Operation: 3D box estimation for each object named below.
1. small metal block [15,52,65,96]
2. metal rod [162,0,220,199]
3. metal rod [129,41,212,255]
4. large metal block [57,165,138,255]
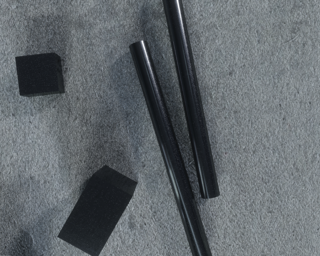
[{"bbox_3d":[-0.157,-0.069,0.408,0.050,0.025,0.050,-7,90,-1],"label":"small metal block"},{"bbox_3d":[0.038,-0.056,0.410,0.025,0.025,0.298,-11,90,0],"label":"metal rod"},{"bbox_3d":[0.014,0.032,0.410,0.025,0.025,0.298,-17,90,0],"label":"metal rod"},{"bbox_3d":[-0.072,0.097,0.382,0.050,0.080,0.080,30,90,-1],"label":"large metal block"}]
